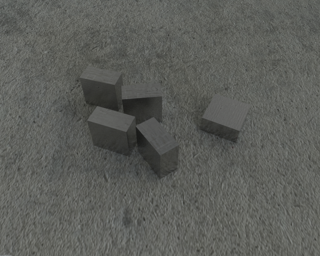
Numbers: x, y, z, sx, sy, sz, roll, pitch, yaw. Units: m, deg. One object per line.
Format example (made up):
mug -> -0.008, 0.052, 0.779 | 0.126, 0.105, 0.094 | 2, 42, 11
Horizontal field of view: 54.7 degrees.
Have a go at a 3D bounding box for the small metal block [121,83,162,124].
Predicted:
small metal block -> -0.023, -0.031, 0.413 | 0.050, 0.050, 0.025 | -5, 50, -4

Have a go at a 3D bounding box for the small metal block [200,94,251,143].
small metal block -> 0.088, -0.014, 0.415 | 0.050, 0.025, 0.050 | 21, 53, 16

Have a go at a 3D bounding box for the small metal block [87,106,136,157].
small metal block -> -0.057, 0.005, 0.382 | 0.050, 0.050, 0.025 | 16, 52, 13

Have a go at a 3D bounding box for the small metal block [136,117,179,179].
small metal block -> -0.003, 0.024, 0.367 | 0.025, 0.050, 0.050 | -28, 56, -21

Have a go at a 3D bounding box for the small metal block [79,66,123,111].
small metal block -> -0.079, -0.055, 0.432 | 0.050, 0.050, 0.025 | 13, 51, 10
